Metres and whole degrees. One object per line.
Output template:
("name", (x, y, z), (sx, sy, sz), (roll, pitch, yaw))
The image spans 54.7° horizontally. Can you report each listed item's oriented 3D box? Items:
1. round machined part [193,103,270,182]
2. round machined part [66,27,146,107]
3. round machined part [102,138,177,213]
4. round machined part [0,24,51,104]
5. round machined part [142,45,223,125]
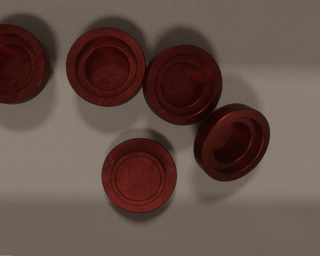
("round machined part", (0.085, 0.015, 0.390), (0.099, 0.042, 0.097), (-10, 116, -21))
("round machined part", (-0.067, -0.076, 0.402), (0.099, 0.042, 0.097), (0, 90, -1))
("round machined part", (-0.027, 0.062, 0.403), (0.099, 0.042, 0.097), (0, 90, -1))
("round machined part", (-0.190, -0.079, 0.400), (0.099, 0.042, 0.097), (0, 90, -1))
("round machined part", (0.026, -0.055, 0.394), (0.099, 0.042, 0.097), (-3, 101, -15))
